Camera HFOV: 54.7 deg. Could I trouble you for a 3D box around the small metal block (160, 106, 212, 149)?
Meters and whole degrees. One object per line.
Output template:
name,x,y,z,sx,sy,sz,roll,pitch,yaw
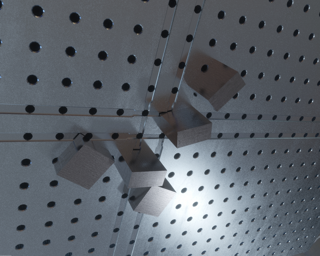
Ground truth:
small metal block,0.034,-0.002,0.414,0.050,0.050,0.025,-14,125,-21

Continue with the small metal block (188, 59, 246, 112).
small metal block,0.073,-0.056,0.402,0.050,0.050,0.025,-44,130,2

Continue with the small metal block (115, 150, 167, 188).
small metal block,-0.026,0.054,0.416,0.050,0.050,0.025,2,118,-30

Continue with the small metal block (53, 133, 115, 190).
small metal block,-0.095,0.043,0.387,0.050,0.025,0.050,-47,130,5

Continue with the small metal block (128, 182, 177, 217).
small metal block,-0.012,0.104,0.471,0.050,0.025,0.050,27,103,-38
